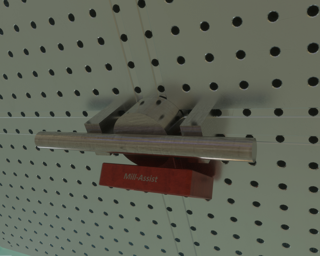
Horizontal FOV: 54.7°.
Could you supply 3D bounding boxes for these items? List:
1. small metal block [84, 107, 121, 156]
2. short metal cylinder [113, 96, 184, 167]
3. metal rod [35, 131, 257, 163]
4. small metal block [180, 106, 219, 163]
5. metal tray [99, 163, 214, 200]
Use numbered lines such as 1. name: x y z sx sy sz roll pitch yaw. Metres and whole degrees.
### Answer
1. small metal block: -0.074 0.004 0.437 0.025 0.050 0.050 -1 118 29
2. short metal cylinder: -0.013 0.005 0.405 0.080 0.050 0.079 13 124 21
3. metal rod: -0.039 0.020 0.379 0.300 0.025 0.025 1 119 28
4. small metal block: 0.050 0.007 0.374 0.025 0.050 0.050 -1 118 29
5. metal tray: -0.004 0.072 0.419 0.130 0.090 0.030 1 76 28
